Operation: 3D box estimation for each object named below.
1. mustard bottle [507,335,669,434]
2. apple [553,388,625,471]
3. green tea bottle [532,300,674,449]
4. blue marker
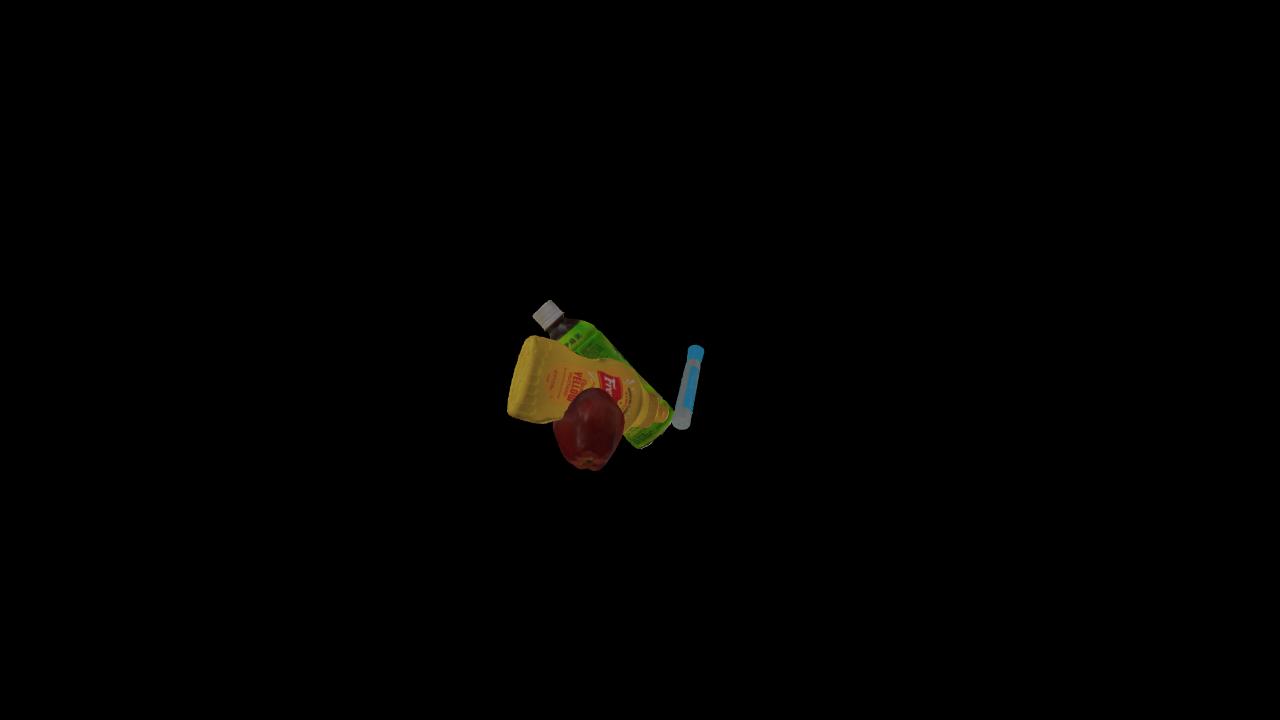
[{"bbox_3d":[-0.048,0.040,0.679,0.184,0.092,0.054,18,-18,-26],"label":"mustard bottle"},{"bbox_3d":[-0.055,0.070,0.663,0.079,0.093,0.079,2,-35,1],"label":"apple"},{"bbox_3d":[-0.049,0.013,0.758,0.073,0.212,0.073,-40,9,8],"label":"green tea bottle"},{"bbox_3d":[0.053,0.025,0.658,0.020,0.020,0.121,0,40,16],"label":"blue marker"}]
